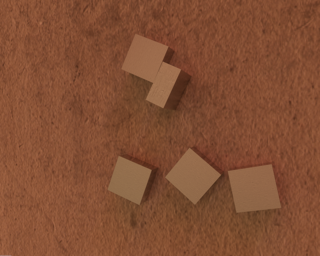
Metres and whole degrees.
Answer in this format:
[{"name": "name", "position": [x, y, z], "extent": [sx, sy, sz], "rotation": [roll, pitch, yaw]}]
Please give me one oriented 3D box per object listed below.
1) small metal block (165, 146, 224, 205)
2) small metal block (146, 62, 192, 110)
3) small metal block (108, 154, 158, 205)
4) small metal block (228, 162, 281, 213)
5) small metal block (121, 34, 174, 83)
[{"name": "small metal block", "position": [0.044, 0.059, 0.393], "extent": [0.050, 0.025, 0.050], "rotation": [41, 103, 15]}, {"name": "small metal block", "position": [0.012, -0.051, 0.391], "extent": [0.025, 0.050, 0.050], "rotation": [27, 99, 17]}, {"name": "small metal block", "position": [-0.037, 0.069, 0.421], "extent": [0.050, 0.025, 0.050], "rotation": [21, 97, 18]}, {"name": "small metal block", "position": [0.113, 0.070, 0.369], "extent": [0.050, 0.025, 0.050], "rotation": [-12, 86, 19]}, {"name": "small metal block", "position": [-0.016, -0.091, 0.414], "extent": [0.050, 0.025, 0.050], "rotation": [26, 98, 17]}]
